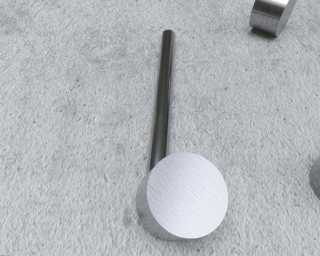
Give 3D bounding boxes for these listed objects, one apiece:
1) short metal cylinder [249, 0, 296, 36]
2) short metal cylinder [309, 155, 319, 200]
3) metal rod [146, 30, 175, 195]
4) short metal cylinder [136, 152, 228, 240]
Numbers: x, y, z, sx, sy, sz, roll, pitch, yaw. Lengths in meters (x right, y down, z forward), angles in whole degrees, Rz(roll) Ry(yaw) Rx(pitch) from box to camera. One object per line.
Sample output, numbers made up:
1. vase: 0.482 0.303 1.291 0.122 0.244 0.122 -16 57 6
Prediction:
1. short metal cylinder: 0.199 -0.208 0.544 0.050 0.080 0.080 29 56 22
2. short metal cylinder: 0.217 0.052 0.345 0.081 0.050 0.080 0 50 0
3. metal rod: 0.005 -0.045 0.440 0.025 0.025 0.300 3 50 2
4. short metal cylinder: 0.020 0.070 0.311 0.081 0.050 0.080 6 66 -14
